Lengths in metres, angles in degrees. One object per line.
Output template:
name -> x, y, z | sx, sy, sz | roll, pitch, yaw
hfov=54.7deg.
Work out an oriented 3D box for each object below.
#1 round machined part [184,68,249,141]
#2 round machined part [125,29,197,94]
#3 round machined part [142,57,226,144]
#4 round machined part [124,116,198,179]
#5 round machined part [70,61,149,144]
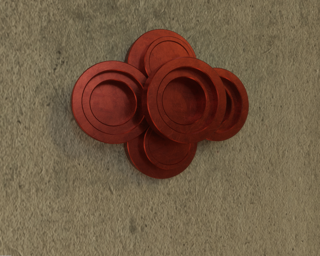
round machined part -> 0.069, -0.031, 0.428 | 0.099, 0.042, 0.097 | 0, 90, -21
round machined part -> 0.006, -0.081, 0.404 | 0.099, 0.042, 0.097 | 0, 90, -21
round machined part -> 0.025, -0.031, 0.366 | 0.099, 0.042, 0.097 | 0, 91, -21
round machined part -> 0.006, 0.018, 0.404 | 0.099, 0.042, 0.097 | 0, 90, -21
round machined part -> -0.059, -0.030, 0.380 | 0.099, 0.042, 0.097 | 0, 90, -21
